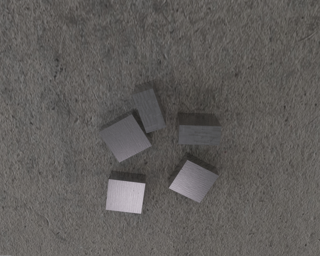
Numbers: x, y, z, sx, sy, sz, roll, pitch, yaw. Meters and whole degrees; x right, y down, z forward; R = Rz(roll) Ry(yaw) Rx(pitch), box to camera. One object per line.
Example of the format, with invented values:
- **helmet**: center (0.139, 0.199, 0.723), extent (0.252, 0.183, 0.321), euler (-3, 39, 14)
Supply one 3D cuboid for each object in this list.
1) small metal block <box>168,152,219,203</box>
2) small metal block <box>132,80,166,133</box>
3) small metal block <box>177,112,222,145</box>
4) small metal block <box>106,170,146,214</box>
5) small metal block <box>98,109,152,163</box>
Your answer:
- **small metal block**: center (0.046, 0.070, 0.436), extent (0.050, 0.025, 0.050), euler (28, 108, -10)
- **small metal block**: center (-0.012, -0.028, 0.386), extent (0.025, 0.050, 0.050), euler (-17, 109, 6)
- **small metal block**: center (0.048, 0.000, 0.397), extent (0.050, 0.050, 0.025), euler (2, 110, -1)
- **small metal block**: center (-0.048, 0.092, 0.443), extent (0.050, 0.025, 0.050), euler (8, 110, -3)
- **small metal block**: center (-0.045, 0.010, 0.413), extent (0.050, 0.025, 0.050), euler (-28, 108, 9)
